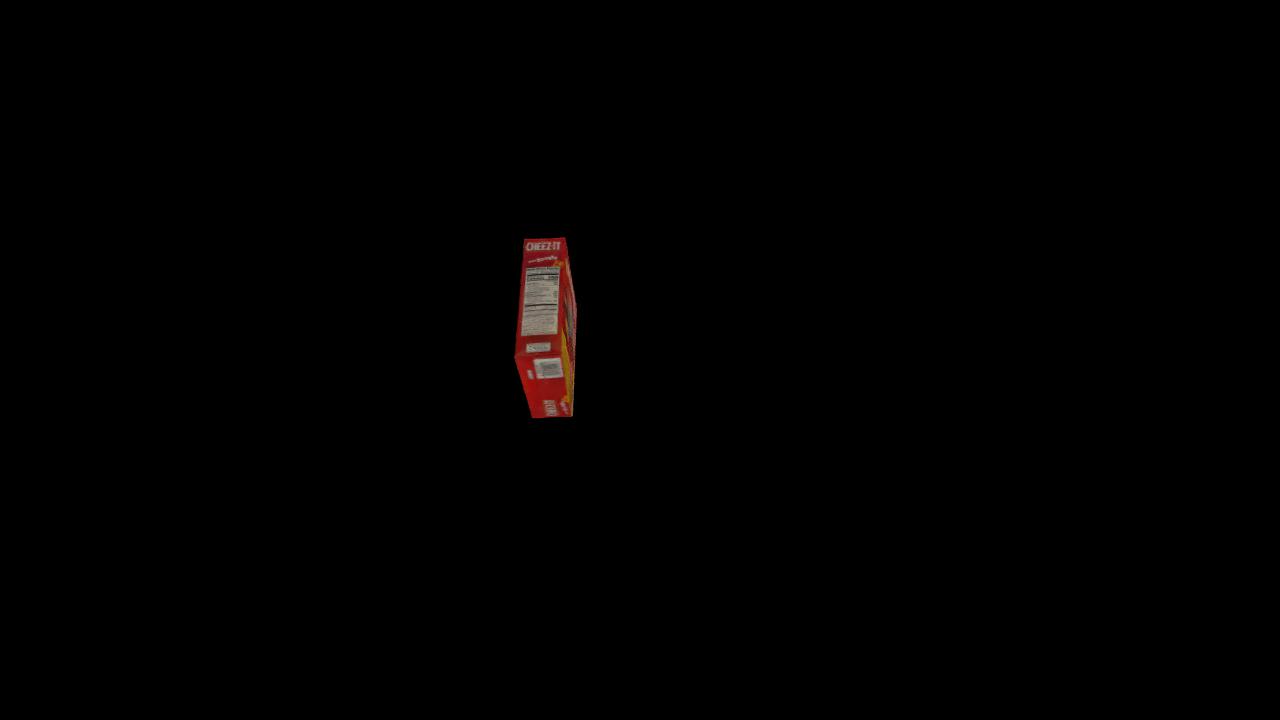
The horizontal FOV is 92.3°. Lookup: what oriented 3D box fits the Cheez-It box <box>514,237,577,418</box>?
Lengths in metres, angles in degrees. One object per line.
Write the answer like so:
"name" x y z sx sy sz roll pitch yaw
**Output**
"Cheez-It box" -0.135 -0.048 0.916 0.071 0.223 0.166 -2 -35 -1
